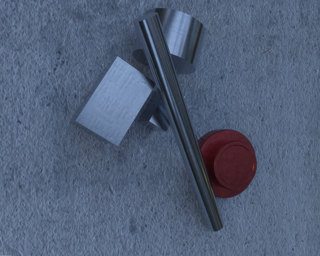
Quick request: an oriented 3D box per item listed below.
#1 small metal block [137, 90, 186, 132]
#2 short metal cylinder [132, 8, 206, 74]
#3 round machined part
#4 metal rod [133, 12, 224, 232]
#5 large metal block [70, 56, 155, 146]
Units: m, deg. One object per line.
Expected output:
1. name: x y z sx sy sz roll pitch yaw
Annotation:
1. small metal block: 0.001 -0.023 0.397 0.025 0.050 0.050 33 79 -18
2. short metal cylinder: 0.011 -0.105 0.385 0.081 0.080 0.050 17 85 -20
3. round machined part: 0.096 0.051 0.437 0.099 0.042 0.097 0 90 -21
4. metal rod: 0.032 0.016 0.369 0.025 0.025 0.299 -31 121 -17
5. large metal block: -0.058 -0.028 0.359 0.050 0.080 0.080 34 79 -17
